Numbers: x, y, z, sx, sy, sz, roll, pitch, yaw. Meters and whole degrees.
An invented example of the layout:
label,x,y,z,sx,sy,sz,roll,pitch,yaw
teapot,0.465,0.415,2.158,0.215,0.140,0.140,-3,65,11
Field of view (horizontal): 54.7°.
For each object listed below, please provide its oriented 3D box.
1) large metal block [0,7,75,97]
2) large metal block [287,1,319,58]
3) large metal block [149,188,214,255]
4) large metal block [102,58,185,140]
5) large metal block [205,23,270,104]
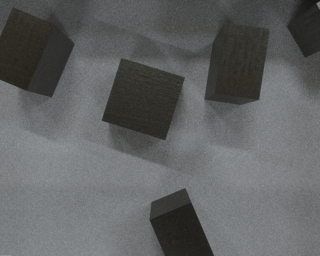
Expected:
label,x,y,z,sx,sy,sz,roll,pitch,yaw
large metal block,-0.155,-0.088,0.382,0.050,0.080,0.080,23,90,0
large metal block,0.222,-0.137,0.385,0.080,0.080,0.050,-30,90,0
large metal block,0.027,0.129,0.384,0.050,0.080,0.080,-23,90,0
large metal block,-0.020,-0.035,0.399,0.080,0.050,0.080,17,90,0
large metal block,0.092,-0.074,0.384,0.050,0.080,0.080,9,90,0
